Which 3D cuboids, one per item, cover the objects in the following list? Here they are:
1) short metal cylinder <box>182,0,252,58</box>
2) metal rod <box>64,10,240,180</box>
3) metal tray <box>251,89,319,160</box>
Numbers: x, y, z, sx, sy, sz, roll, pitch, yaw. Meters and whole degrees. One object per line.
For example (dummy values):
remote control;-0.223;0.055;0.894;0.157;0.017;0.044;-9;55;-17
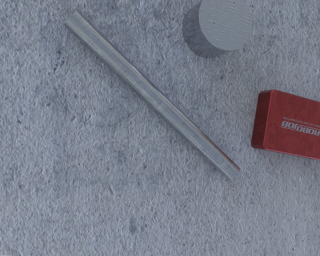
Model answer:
short metal cylinder;0.078;-0.141;0.426;0.081;0.050;0.079;0;90;-21
metal rod;0.000;-0.033;0.409;0.300;0.025;0.025;43;76;-15
metal tray;0.212;-0.002;0.487;0.131;0.030;0.089;11;86;-20
